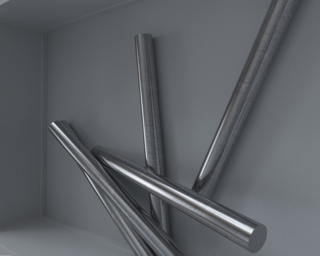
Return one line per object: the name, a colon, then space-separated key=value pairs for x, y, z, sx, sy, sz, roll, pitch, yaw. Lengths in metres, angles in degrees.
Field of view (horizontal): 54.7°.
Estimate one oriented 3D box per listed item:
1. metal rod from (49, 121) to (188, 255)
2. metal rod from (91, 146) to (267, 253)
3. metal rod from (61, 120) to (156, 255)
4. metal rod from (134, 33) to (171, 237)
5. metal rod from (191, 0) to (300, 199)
metal rod: x=-0.073 y=0.078 z=0.431 sx=0.300 sy=0.025 sz=0.025 roll=39 pitch=114 yaw=32
metal rod: x=-0.009 y=0.065 z=0.372 sx=0.300 sy=0.025 sz=0.025 roll=16 pitch=101 yaw=51
metal rod: x=-0.090 y=0.083 z=0.464 sx=0.300 sy=0.025 sz=0.025 roll=45 pitch=117 yaw=36
metal rod: x=-0.009 y=0.023 z=0.414 sx=0.025 sy=0.025 sz=0.298 roll=-9 pitch=84 yaw=39
metal rod: x=0.090 y=-0.035 z=0.332 sx=0.025 sy=0.025 sz=0.298 roll=32 pitch=110 yaw=35
